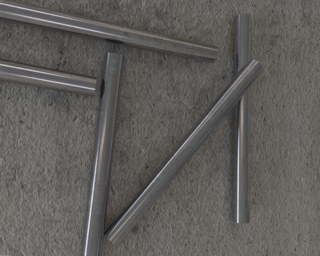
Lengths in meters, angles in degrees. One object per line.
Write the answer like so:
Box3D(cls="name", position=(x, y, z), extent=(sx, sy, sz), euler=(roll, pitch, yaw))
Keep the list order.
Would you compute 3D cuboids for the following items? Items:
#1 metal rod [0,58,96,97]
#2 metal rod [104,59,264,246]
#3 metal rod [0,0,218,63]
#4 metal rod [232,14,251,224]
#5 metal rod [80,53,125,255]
Box3D(cls="metal rod", position=(-0.221, -0.071, 0.327), extent=(0.302, 0.025, 0.025), euler=(9, 87, -20))
Box3D(cls="metal rod", position=(0.036, 0.026, 0.408), extent=(0.025, 0.025, 0.300), euler=(43, 82, -15))
Box3D(cls="metal rod", position=(-0.066, -0.119, 0.384), extent=(0.302, 0.025, 0.025), euler=(6, 88, -20))
Box3D(cls="metal rod", position=(0.120, -0.013, 0.452), extent=(0.025, 0.025, 0.298), euler=(0, 90, -20))
Box3D(cls="metal rod", position=(-0.073, 0.058, 0.381), extent=(0.025, 0.025, 0.298), euler=(7, 88, -20))
